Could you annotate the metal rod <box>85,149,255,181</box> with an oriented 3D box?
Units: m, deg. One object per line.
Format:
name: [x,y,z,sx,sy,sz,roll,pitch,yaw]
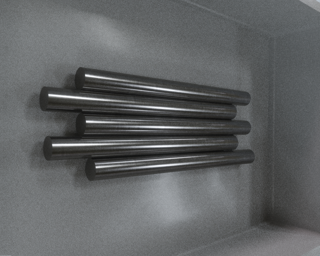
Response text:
metal rod: [0.039,0.048,0.440,0.302,0.025,0.025,1,90,-40]

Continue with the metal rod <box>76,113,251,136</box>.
metal rod: [0.030,-0.002,0.432,0.302,0.025,0.025,1,90,-40]

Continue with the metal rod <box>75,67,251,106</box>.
metal rod: [0.029,-0.052,0.431,0.302,0.025,0.025,1,90,-40]

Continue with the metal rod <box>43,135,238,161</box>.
metal rod: [0.002,0.022,0.409,0.302,0.025,0.025,1,90,-40]

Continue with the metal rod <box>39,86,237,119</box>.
metal rod: [0.000,-0.027,0.406,0.302,0.025,0.025,1,90,-40]
